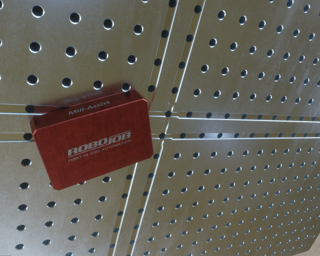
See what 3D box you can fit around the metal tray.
[{"bbox_3d":[-0.076,0.014,0.376,0.131,0.030,0.089,-18,126,-18],"label":"metal tray"}]
